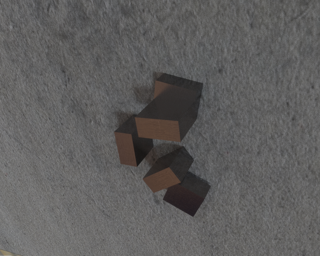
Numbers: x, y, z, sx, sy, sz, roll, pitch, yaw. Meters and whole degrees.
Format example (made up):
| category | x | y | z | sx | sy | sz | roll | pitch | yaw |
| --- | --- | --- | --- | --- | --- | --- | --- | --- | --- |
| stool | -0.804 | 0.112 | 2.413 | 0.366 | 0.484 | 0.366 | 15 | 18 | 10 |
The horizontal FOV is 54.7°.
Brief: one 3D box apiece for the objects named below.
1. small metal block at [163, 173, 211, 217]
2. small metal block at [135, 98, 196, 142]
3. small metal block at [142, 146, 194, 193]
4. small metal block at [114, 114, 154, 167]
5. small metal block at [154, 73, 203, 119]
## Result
| category | x | y | z | sx | sy | sz | roll | pitch | yaw |
| --- | --- | --- | --- | --- | --- | --- | --- | --- | --- |
| small metal block | 0.037 | 0.092 | 0.440 | 0.050 | 0.025 | 0.050 | 28 | 134 | 9 |
| small metal block | 0.008 | -0.010 | 0.347 | 0.050 | 0.050 | 0.025 | 6 | 121 | 25 |
| small metal block | 0.012 | 0.056 | 0.418 | 0.050 | 0.050 | 0.025 | -30 | 102 | 37 |
| small metal block | -0.034 | 0.016 | 0.417 | 0.025 | 0.050 | 0.050 | 7 | 122 | 24 |
| small metal block | 0.021 | -0.033 | 0.374 | 0.050 | 0.025 | 0.050 | 18 | 126 | 17 |
